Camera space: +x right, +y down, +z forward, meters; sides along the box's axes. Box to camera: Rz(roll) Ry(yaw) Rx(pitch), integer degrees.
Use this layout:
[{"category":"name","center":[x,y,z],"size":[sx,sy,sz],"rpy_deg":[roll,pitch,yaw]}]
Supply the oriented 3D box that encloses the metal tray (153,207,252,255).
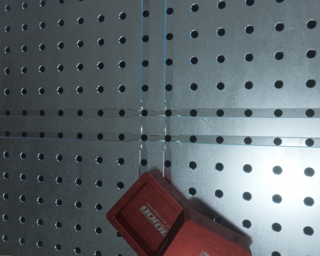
[{"category":"metal tray","center":[0.038,0.173,0.378],"size":[0.090,0.030,0.129],"rpy_deg":[29,101,-5]}]

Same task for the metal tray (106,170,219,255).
[{"category":"metal tray","center":[0.003,0.131,0.407],"size":[0.130,0.030,0.090],"rpy_deg":[45,103,14]}]
